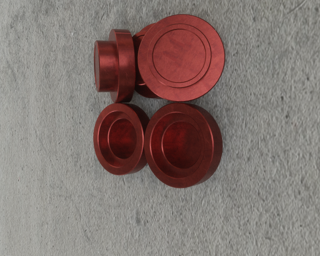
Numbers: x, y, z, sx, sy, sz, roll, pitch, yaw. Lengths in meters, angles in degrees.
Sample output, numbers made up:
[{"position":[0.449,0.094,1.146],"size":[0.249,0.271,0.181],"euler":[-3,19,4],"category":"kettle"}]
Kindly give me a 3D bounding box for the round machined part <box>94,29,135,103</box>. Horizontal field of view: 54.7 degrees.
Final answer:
[{"position":[-0.064,-0.082,0.415],"size":[0.098,0.042,0.097],"euler":[177,89,-73],"category":"round machined part"}]

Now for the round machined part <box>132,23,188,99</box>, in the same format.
[{"position":[-0.010,-0.088,0.401],"size":[0.098,0.042,0.097],"euler":[0,90,39],"category":"round machined part"}]

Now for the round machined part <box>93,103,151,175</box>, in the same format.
[{"position":[-0.045,0.015,0.430],"size":[0.098,0.042,0.097],"euler":[0,90,39],"category":"round machined part"}]

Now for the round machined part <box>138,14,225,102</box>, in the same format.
[{"position":[0.023,-0.078,0.346],"size":[0.099,0.042,0.097],"euler":[1,95,8],"category":"round machined part"}]

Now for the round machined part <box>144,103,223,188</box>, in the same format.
[{"position":[0.031,0.020,0.368],"size":[0.098,0.042,0.097],"euler":[0,90,39],"category":"round machined part"}]
